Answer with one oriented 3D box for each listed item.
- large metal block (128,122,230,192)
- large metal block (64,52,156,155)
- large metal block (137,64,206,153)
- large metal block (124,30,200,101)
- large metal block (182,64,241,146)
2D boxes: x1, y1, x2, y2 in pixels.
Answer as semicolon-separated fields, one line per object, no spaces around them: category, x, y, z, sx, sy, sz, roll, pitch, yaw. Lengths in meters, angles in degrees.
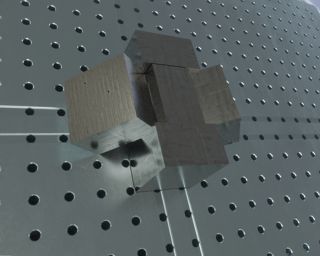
large metal block;0.018;0.035;0.361;0.081;0.080;0.050;1;62;-28
large metal block;-0.056;-0.025;0.351;0.050;0.080;0.080;37;36;-59
large metal block;0.004;-0.021;0.388;0.050;0.080;0.080;1;61;-28
large metal block;-0.006;-0.079;0.418;0.081;0.080;0.050;1;62;-28
large metal block;0.070;-0.025;0.416;0.050;0.080;0.080;-16;64;6
